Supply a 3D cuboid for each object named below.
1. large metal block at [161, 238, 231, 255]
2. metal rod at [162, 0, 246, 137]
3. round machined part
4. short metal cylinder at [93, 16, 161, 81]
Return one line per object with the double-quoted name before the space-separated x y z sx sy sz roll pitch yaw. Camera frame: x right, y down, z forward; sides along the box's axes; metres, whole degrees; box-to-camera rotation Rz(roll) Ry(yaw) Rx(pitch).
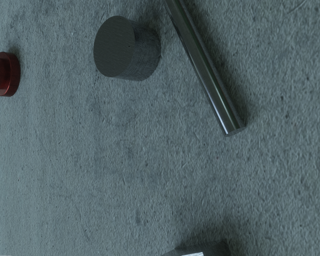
"large metal block" 0.043 0.180 0.352 0.080 0.050 0.080 -28 73 36
"metal rod" 0.029 -0.129 0.379 0.025 0.025 0.299 -33 70 35
"round machined part" -0.349 -0.118 0.677 0.098 0.042 0.097 0 90 39
"short metal cylinder" -0.046 -0.106 0.424 0.080 0.050 0.079 0 90 39
